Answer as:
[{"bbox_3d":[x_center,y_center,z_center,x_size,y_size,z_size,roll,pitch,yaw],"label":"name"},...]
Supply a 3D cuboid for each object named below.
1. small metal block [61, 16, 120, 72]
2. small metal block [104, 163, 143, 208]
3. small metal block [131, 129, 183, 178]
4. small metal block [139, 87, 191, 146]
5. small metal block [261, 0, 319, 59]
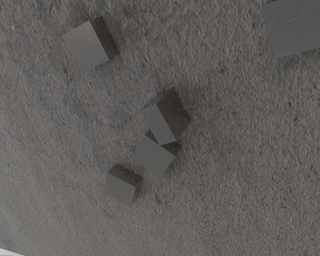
[{"bbox_3d":[-0.086,-0.104,0.388,0.050,0.025,0.050,-13,112,33],"label":"small metal block"},{"bbox_3d":[-0.059,0.092,0.495,0.050,0.025,0.050,25,127,12],"label":"small metal block"},{"bbox_3d":[-0.005,0.033,0.430,0.050,0.025,0.050,35,129,5],"label":"small metal block"},{"bbox_3d":[0.008,-0.015,0.377,0.025,0.050,0.050,-18,109,35],"label":"small metal block"},{"bbox_3d":[0.125,-0.096,0.281,0.050,0.025,0.050,-10,114,32],"label":"small metal block"}]
